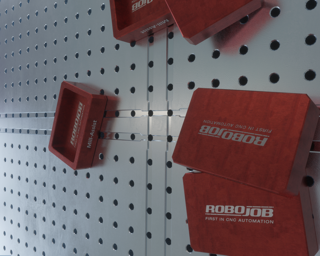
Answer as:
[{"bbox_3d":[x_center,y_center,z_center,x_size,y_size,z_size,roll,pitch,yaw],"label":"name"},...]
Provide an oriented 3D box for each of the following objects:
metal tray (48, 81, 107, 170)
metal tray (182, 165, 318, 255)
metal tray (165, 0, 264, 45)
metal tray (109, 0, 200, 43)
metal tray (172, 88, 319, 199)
[{"bbox_3d":[-0.142,-0.006,0.524,0.090,0.030,0.129,26,106,37],"label":"metal tray"},{"bbox_3d":[0.090,0.089,0.333,0.130,0.030,0.090,-11,83,39],"label":"metal tray"},{"bbox_3d":[0.044,-0.171,0.343,0.090,0.030,0.130,-27,80,18],"label":"metal tray"},{"bbox_3d":[-0.013,-0.179,0.417,0.130,0.030,0.090,-12,83,39],"label":"metal tray"},{"bbox_3d":[0.080,0.009,0.315,0.130,0.030,0.090,11,79,45],"label":"metal tray"}]
